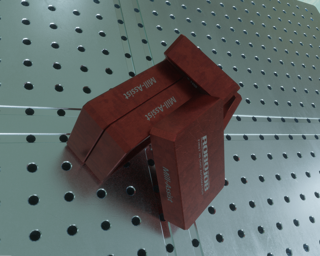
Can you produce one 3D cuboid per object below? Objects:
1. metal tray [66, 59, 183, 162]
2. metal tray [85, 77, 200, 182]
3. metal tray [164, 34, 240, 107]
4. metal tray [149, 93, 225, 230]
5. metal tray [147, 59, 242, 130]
[{"bbox_3d":[-0.039,-0.021,0.359,0.030,0.090,0.131,49,51,5],"label":"metal tray"},{"bbox_3d":[-0.017,0.000,0.356,0.030,0.090,0.131,49,51,5],"label":"metal tray"},{"bbox_3d":[0.052,-0.069,0.407,0.090,0.030,0.130,43,6,1],"label":"metal tray"},{"bbox_3d":[0.037,0.038,0.347,0.030,0.129,0.091,18,40,36],"label":"metal tray"},{"bbox_3d":[0.053,-0.056,0.468,0.130,0.030,0.090,40,51,-2],"label":"metal tray"}]
